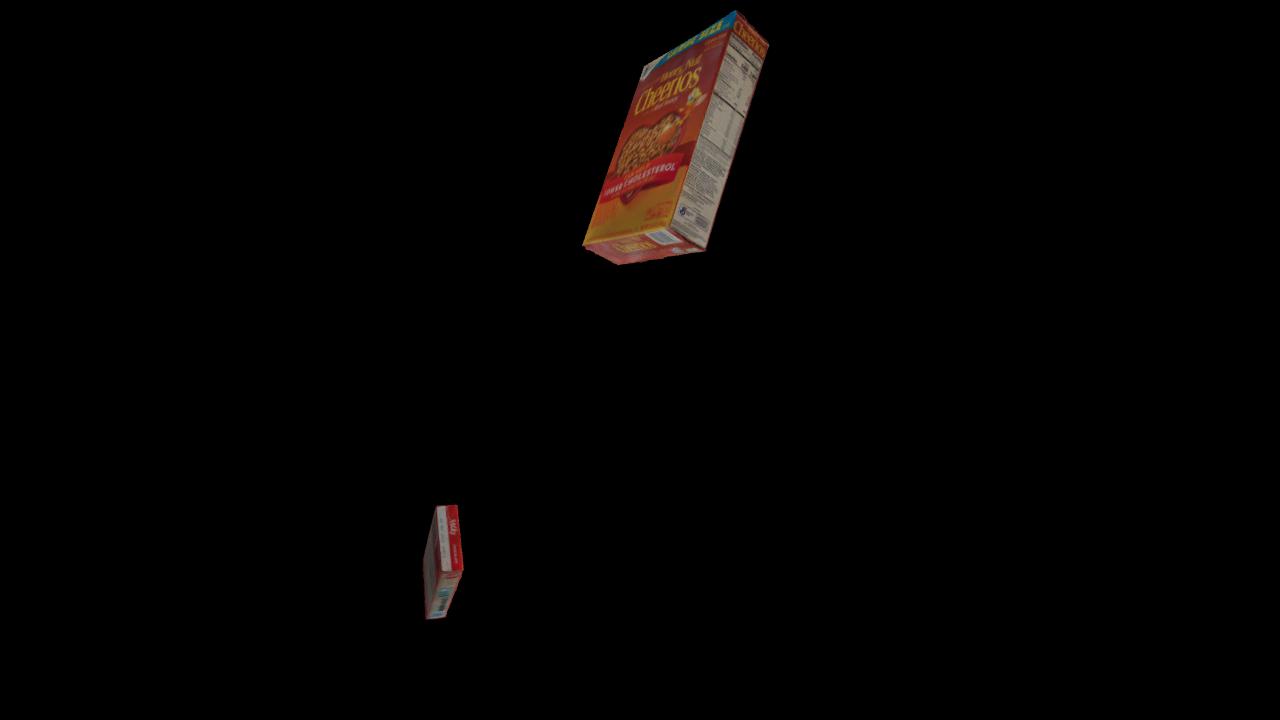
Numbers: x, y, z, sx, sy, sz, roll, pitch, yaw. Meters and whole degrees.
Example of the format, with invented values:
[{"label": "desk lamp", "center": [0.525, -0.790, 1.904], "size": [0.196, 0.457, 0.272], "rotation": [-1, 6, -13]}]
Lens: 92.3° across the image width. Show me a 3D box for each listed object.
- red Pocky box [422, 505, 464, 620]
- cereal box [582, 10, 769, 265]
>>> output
[{"label": "red Pocky box", "center": [-0.240, 0.246, 0.742], "size": [0.028, 0.083, 0.155], "rotation": [1, -39, -26]}, {"label": "cereal box", "center": [0.043, -0.289, 0.839], "size": [0.081, 0.306, 0.203], "rotation": [23, -11, -34]}]
